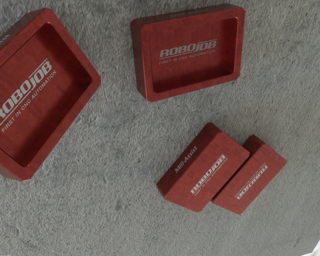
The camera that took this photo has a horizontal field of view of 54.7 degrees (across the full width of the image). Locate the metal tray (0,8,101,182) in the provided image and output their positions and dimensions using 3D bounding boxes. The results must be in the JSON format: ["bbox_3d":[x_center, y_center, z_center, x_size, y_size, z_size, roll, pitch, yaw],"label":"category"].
[{"bbox_3d":[-0.117,-0.031,0.274,0.090,0.030,0.130,57,48,-39],"label":"metal tray"}]

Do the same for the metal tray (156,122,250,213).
[{"bbox_3d":[0.068,0.065,0.481,0.090,0.030,0.130,33,100,-38],"label":"metal tray"}]

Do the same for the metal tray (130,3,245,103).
[{"bbox_3d":[0.035,-0.090,0.366,0.131,0.030,0.089,-17,125,-19],"label":"metal tray"}]

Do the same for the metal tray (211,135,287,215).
[{"bbox_3d":[0.149,0.084,0.537,0.090,0.030,0.130,32,100,-38],"label":"metal tray"}]
